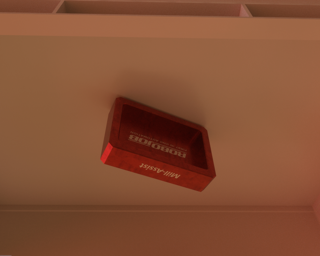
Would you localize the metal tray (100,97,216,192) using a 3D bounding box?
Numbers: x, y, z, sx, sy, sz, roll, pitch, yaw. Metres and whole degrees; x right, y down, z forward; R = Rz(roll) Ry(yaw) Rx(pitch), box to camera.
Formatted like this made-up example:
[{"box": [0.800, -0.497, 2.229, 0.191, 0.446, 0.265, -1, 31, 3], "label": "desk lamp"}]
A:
[{"box": [0.000, 0.019, 0.378, 0.131, 0.090, 0.030, 19, 127, -17], "label": "metal tray"}]
